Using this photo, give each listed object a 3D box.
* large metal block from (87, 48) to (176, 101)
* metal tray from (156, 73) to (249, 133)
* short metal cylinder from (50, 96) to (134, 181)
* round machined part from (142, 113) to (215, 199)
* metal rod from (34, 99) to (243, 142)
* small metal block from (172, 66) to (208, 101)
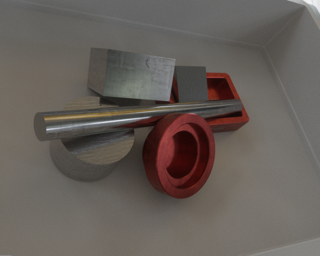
[{"bbox_3d":[-0.038,-0.067,0.380,0.081,0.080,0.050,2,103,-26],"label":"large metal block"},{"bbox_3d":[0.061,-0.038,0.457,0.131,0.030,0.090,-5,64,-31],"label":"metal tray"},{"bbox_3d":[-0.075,0.012,0.340,0.081,0.050,0.080,14,56,-21],"label":"short metal cylinder"},{"bbox_3d":[0.018,0.030,0.365,0.099,0.042,0.097,-6,99,-42],"label":"round machined part"},{"bbox_3d":[0.007,-0.017,0.366,0.302,0.025,0.025,-8,66,-44],"label":"metal rod"},{"bbox_3d":[0.039,-0.060,0.435,0.050,0.025,0.050,-5,90,-31],"label":"small metal block"}]
